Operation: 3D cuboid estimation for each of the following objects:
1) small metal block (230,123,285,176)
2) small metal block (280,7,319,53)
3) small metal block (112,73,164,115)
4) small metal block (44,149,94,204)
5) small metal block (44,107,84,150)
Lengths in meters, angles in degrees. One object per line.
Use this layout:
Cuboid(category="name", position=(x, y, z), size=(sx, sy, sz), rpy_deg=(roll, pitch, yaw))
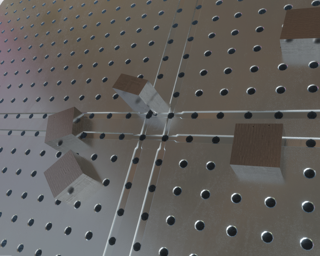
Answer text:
Cuboid(category="small metal block", position=(0.107, 0.023, 0.338), size=(0.050, 0.025, 0.050), rpy_deg=(1, 62, 28))
Cuboid(category="small metal block", position=(0.182, -0.122, 0.388), size=(0.050, 0.025, 0.050), rpy_deg=(7, 65, 31))
Cuboid(category="small metal block", position=(-0.030, -0.048, 0.436), size=(0.050, 0.050, 0.025), rpy_deg=(20, 73, 35))
Cuboid(category="small metal block", position=(-0.128, 0.067, 0.432), size=(0.050, 0.025, 0.050), rpy_deg=(-41, 51, 0))
Cuboid(category="small metal block", position=(-0.149, 0.000, 0.484), size=(0.050, 0.025, 0.050), rpy_deg=(-17, 55, 18))
